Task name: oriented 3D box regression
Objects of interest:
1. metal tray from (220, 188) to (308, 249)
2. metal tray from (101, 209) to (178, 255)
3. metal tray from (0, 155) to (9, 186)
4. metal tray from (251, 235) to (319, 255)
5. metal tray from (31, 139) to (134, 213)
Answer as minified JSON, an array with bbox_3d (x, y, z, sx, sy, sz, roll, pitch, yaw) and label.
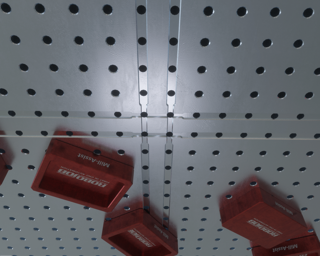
[{"bbox_3d":[0.182,0.163,0.548,0.130,0.030,0.090,32,123,-24],"label":"metal tray"},{"bbox_3d":[-0.035,0.209,0.585,0.090,0.030,0.130,-26,126,20],"label":"metal tray"},{"bbox_3d":[-0.302,0.047,0.446,0.131,0.030,0.090,-3,130,2],"label":"metal tray"},{"bbox_3d":[0.265,0.268,0.638,0.130,0.030,0.090,-18,128,14],"label":"metal tray"},{"bbox_3d":[-0.117,0.077,0.472,0.131,0.030,0.090,23,127,-18],"label":"metal tray"}]
